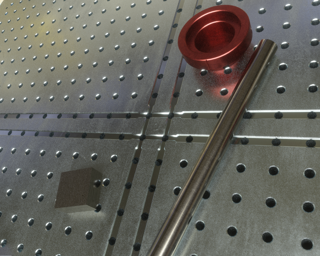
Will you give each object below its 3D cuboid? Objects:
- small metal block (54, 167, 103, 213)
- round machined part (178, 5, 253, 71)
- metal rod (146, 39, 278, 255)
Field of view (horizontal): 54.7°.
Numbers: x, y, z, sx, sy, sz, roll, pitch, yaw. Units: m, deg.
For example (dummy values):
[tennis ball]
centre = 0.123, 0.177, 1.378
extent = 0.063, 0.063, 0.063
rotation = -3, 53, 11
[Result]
[small metal block]
centre = -0.107, 0.083, 0.412
extent = 0.050, 0.025, 0.050
rotation = -12, 57, 21
[round machined part]
centre = 0.078, -0.119, 0.429
extent = 0.098, 0.042, 0.098
rotation = -13, 56, 20
[metal rod]
centre = 0.067, 0.019, 0.360
extent = 0.025, 0.025, 0.300
rotation = 19, 72, 35
